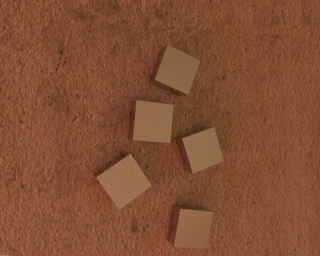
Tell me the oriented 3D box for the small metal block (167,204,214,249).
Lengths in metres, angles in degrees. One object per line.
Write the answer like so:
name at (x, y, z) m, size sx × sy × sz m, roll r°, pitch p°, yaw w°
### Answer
small metal block at (0.041, 0.135, 0.424) m, size 0.050 × 0.025 × 0.050 m, roll 11°, pitch 86°, yaw -20°

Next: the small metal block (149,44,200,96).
small metal block at (0.019, -0.076, 0.416) m, size 0.050 × 0.025 × 0.050 m, roll 22°, pitch 83°, yaw -19°

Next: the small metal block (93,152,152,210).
small metal block at (-0.047, 0.066, 0.392) m, size 0.050 × 0.025 × 0.050 m, roll -35°, pitch 102°, yaw -17°

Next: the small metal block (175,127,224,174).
small metal block at (0.055, 0.030, 0.429) m, size 0.050 × 0.025 × 0.050 m, roll -19°, pitch 97°, yaw -19°

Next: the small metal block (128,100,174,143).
small metal block at (-0.012, -0.008, 0.404) m, size 0.050 × 0.025 × 0.050 m, roll 6°, pitch 88°, yaw -20°
